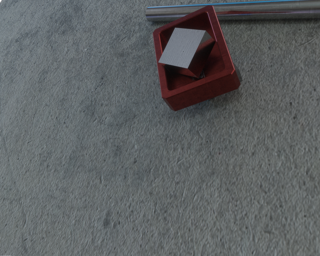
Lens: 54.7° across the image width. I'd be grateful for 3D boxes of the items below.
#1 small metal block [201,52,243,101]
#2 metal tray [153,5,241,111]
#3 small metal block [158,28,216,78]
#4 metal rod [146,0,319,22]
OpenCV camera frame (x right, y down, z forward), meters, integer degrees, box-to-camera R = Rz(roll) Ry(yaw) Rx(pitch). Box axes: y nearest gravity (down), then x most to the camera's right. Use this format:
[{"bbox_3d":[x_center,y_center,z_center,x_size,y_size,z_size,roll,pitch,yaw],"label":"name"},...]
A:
[{"bbox_3d":[0.072,-0.072,0.409,0.050,0.025,0.050,-31,52,7],"label":"small metal block"},{"bbox_3d":[0.043,-0.093,0.402,0.090,0.030,0.130,-19,54,17],"label":"metal tray"},{"bbox_3d":[0.033,-0.094,0.386,0.050,0.025,0.050,23,86,42],"label":"small metal block"},{"bbox_3d":[0.108,-0.170,0.450,0.300,0.025,0.025,11,68,32],"label":"metal rod"}]
